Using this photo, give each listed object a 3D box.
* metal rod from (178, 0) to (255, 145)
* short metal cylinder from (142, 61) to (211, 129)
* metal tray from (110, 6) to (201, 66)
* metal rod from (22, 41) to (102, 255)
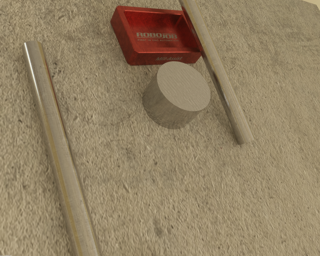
[{"bbox_3d":[0.077,-0.117,0.481,0.025,0.025,0.299,-17,82,-35],"label":"metal rod"},{"bbox_3d":[0.022,-0.045,0.429,0.081,0.050,0.080,14,56,-21],"label":"short metal cylinder"},{"bbox_3d":[-0.002,-0.145,0.489,0.131,0.030,0.090,-10,67,-33],"label":"metal tray"},{"bbox_3d":[-0.104,0.032,0.329,0.025,0.025,0.299,-9,66,-32],"label":"metal rod"}]
